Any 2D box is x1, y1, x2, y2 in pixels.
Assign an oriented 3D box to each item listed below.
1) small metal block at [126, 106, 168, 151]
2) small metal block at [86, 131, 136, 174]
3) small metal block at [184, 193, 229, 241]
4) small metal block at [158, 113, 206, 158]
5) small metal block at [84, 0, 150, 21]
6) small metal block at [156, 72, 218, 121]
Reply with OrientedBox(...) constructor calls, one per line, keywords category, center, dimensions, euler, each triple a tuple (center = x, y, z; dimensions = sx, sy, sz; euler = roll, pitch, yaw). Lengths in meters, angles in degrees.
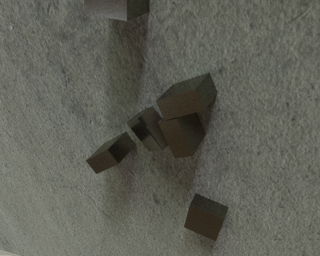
OrientedBox(category="small metal block", center=(-0.012, 0.003, 0.399), dimensions=(0.050, 0.025, 0.050), euler=(52, 160, -9))
OrientedBox(category="small metal block", center=(-0.070, 0.036, 0.448), dimensions=(0.050, 0.050, 0.025), euler=(-27, 104, 37))
OrientedBox(category="small metal block", center=(0.067, 0.130, 0.451), dimensions=(0.050, 0.025, 0.050), euler=(20, 126, 16))
OrientedBox(category="small metal block", center=(0.028, 0.001, 0.375), dimensions=(0.025, 0.050, 0.050), euler=(-12, 112, 33))
OrientedBox(category="small metal block", center=(-0.045, -0.135, 0.329), dimensions=(0.050, 0.050, 0.025), euler=(16, 125, 19))
OrientedBox(category="small metal block", center=(0.031, -0.036, 0.351), dimensions=(0.050, 0.050, 0.025), euler=(-14, 111, 33))
